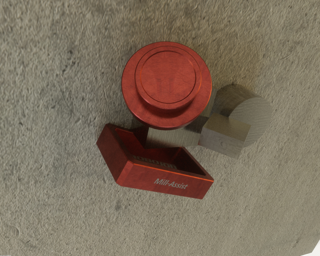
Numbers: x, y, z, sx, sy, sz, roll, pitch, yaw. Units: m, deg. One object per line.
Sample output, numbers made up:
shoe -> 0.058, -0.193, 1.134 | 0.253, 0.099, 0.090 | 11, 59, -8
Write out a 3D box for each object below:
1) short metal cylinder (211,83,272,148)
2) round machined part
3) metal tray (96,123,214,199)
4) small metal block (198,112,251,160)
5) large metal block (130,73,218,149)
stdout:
short metal cylinder -> 0.110, -0.018, 0.443 | 0.081, 0.050, 0.079 | -14, 124, -21
round machined part -> 0.007, -0.049, 0.334 | 0.098, 0.098, 0.042 | -32, 173, -8
metal tray -> -0.005, 0.042, 0.389 | 0.131, 0.090, 0.030 | 18, 109, -35
small metal block -> 0.080, 0.008, 0.382 | 0.050, 0.050, 0.025 | -44, 151, -56
large metal block -> 0.015, -0.023, 0.388 | 0.081, 0.050, 0.079 | -2, 119, -28
